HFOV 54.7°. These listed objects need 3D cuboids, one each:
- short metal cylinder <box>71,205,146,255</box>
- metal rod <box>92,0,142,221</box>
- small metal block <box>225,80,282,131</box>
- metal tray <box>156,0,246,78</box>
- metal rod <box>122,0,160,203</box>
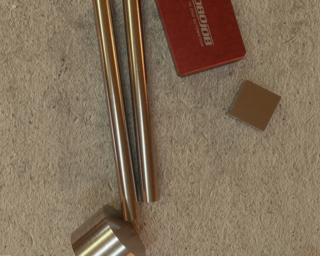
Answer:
[{"bbox_3d":[-0.062,0.143,0.382,0.050,0.080,0.080,-40,91,0],"label":"short metal cylinder"},{"bbox_3d":[-0.058,-0.029,0.409,0.025,0.025,0.298,-8,90,0],"label":"metal rod"},{"bbox_3d":[0.123,-0.029,0.412,0.050,0.025,0.050,27,90,-1],"label":"small metal block"},{"bbox_3d":[0.050,-0.141,0.408,0.091,0.030,0.129,-17,90,-1],"label":"metal tray"},{"bbox_3d":[-0.026,-0.053,0.409,0.025,0.025,0.298,-5,90,-1],"label":"metal rod"}]
